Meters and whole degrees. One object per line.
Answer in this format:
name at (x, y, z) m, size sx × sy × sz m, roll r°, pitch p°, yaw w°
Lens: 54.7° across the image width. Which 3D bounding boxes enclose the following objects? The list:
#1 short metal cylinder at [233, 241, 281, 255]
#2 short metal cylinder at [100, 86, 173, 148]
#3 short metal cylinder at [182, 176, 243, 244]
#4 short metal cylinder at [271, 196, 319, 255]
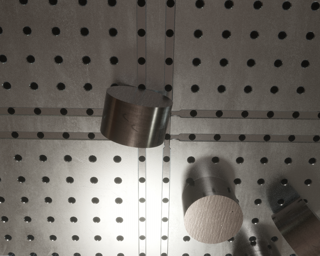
short metal cylinder at (0.158, 0.227, 0.486) m, size 0.081 × 0.050 × 0.079 m, roll 0°, pitch 110°, yaw -1°
short metal cylinder at (-0.029, -0.016, 0.378) m, size 0.081 × 0.080 × 0.050 m, roll 11°, pitch 110°, yaw -5°
short metal cylinder at (0.073, 0.117, 0.444) m, size 0.081 × 0.050 × 0.079 m, roll 0°, pitch 110°, yaw -1°
short metal cylinder at (0.206, 0.144, 0.440) m, size 0.050 × 0.080 × 0.080 m, roll -40°, pitch 106°, yaw 13°
